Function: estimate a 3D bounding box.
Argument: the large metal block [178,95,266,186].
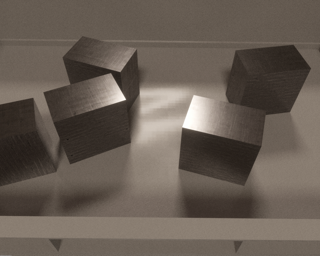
[{"bbox_3d":[0.069,0.016,0.357,0.080,0.080,0.050,14,52,11],"label":"large metal block"}]

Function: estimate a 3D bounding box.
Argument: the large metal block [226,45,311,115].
[{"bbox_3d":[0.142,-0.062,0.423,0.081,0.080,0.050,-7,51,-6],"label":"large metal block"}]

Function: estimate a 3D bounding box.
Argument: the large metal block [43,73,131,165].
[{"bbox_3d":[-0.085,-0.011,0.377,0.081,0.080,0.050,-20,53,-16],"label":"large metal block"}]

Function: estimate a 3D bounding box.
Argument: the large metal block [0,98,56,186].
[{"bbox_3d":[-0.171,0.019,0.351,0.081,0.080,0.050,-14,52,-12],"label":"large metal block"}]

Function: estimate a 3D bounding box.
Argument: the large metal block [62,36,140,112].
[{"bbox_3d":[-0.077,-0.071,0.428,0.080,0.080,0.050,16,52,13],"label":"large metal block"}]
